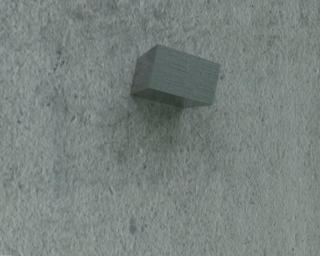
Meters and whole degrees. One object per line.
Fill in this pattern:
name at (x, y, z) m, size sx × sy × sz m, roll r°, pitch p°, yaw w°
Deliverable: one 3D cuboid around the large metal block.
large metal block at (0.016, -0.060, 0.387) m, size 0.081 × 0.080 × 0.050 m, roll 13°, pitch 86°, yaw -20°
